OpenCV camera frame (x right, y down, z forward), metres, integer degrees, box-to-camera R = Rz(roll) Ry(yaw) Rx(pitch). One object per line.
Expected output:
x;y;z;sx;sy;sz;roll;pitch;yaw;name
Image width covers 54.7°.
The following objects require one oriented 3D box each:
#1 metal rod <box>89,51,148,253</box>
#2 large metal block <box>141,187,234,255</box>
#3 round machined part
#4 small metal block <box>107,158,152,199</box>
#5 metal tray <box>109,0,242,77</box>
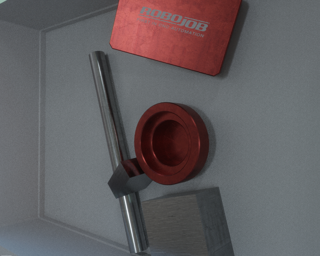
-0.064;0.027;0.457;0.025;0.025;0.299;-22;76;37;metal rod
0.031;0.118;0.363;0.080;0.050;0.080;-19;78;38;large metal block
0.018;0.018;0.379;0.098;0.042;0.097;0;90;39;round machined part
-0.035;0.064;0.411;0.025;0.050;0.050;55;134;25;small metal block
0.017;-0.118;0.351;0.131;0.030;0.089;17;103;9;metal tray
